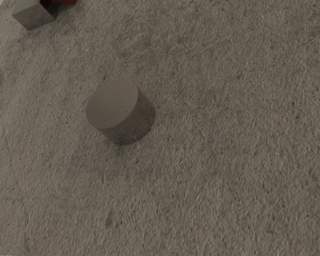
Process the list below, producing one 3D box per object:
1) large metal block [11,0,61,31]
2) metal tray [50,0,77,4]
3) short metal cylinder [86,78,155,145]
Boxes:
[{"bbox_3d":[-0.278,-0.278,0.705,0.080,0.050,0.080,-12,57,21],"label":"large metal block"},{"bbox_3d":[-0.253,-0.313,0.671,0.090,0.131,0.030,64,143,38],"label":"metal tray"},{"bbox_3d":[-0.054,-0.022,0.430,0.080,0.050,0.080,-13,56,21],"label":"short metal cylinder"}]
